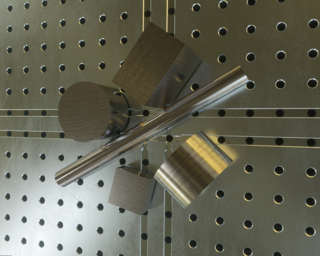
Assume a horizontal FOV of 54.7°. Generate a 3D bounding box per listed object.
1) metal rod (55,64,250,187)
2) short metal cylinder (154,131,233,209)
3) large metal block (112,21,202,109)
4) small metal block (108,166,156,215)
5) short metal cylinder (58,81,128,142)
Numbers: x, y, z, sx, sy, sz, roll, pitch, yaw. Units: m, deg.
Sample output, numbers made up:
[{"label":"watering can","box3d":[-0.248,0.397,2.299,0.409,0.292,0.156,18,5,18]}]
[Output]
[{"label":"metal rod","box3d":[-0.023,0.005,0.417,0.300,0.025,0.025,-30,80,17]},{"label":"short metal cylinder","box3d":[0.039,0.049,0.366,0.050,0.080,0.080,45,104,14]},{"label":"large metal block","box3d":[-0.001,-0.072,0.380,0.050,0.080,0.080,38,102,16]},{"label":"small metal block","box3d":[-0.038,0.084,0.422,0.050,0.025,0.050,16,95,19]},{"label":"short metal cylinder","box3d":[-0.091,-0.021,0.427,0.080,0.050,0.079,0,90,20]}]
